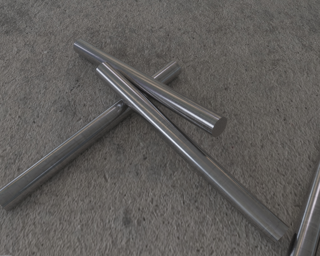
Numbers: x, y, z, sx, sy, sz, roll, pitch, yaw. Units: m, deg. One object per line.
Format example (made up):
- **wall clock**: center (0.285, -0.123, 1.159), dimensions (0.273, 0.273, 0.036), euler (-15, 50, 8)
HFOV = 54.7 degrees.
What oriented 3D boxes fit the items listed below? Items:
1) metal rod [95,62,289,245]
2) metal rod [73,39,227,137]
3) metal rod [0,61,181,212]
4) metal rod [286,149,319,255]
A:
- **metal rod**: center (0.022, 0.014, 0.371), dimensions (0.025, 0.025, 0.300), euler (-35, 65, -26)
- **metal rod**: center (-0.034, -0.069, 0.428), dimensions (0.025, 0.025, 0.300), euler (-35, 48, -26)
- **metal rod**: center (-0.075, -0.006, 0.407), dimensions (0.025, 0.025, 0.302), euler (33, 57, 25)
- **metal rod**: center (0.189, 0.056, 0.356), dimensions (0.025, 0.025, 0.301), euler (25, 54, 19)
